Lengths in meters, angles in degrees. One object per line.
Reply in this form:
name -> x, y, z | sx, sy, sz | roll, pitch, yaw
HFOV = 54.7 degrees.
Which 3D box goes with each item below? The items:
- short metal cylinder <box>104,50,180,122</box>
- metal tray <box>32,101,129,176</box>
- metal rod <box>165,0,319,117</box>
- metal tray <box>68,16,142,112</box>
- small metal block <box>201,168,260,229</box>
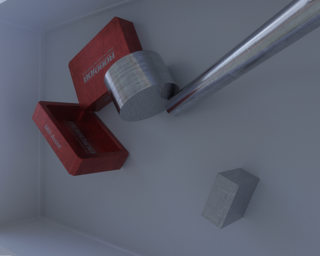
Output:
short metal cylinder -> -0.023, -0.051, 0.388 | 0.080, 0.081, 0.050 | -41, 66, 32
metal tray -> -0.118, 0.011, 0.459 | 0.130, 0.091, 0.030 | 45, 117, 30
metal rod -> 0.077, -0.063, 0.260 | 0.299, 0.025, 0.025 | -32, 68, 62
metal tray -> -0.082, -0.092, 0.469 | 0.130, 0.030, 0.090 | -30, 71, 35
small metal block -> 0.075, 0.073, 0.327 | 0.025, 0.050, 0.050 | 29, 108, 36
